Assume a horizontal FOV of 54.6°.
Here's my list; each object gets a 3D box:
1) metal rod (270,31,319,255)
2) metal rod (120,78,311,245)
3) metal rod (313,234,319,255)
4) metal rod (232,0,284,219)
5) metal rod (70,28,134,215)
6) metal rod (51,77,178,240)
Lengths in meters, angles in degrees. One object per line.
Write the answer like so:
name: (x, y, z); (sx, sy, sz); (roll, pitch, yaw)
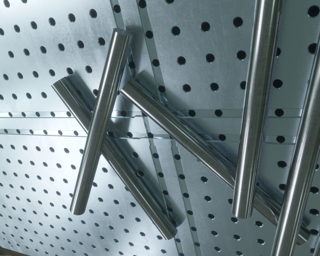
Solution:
metal rod: (0.155, 0.038, 0.333); (0.025, 0.025, 0.298); (11, 117, 22)
metal rod: (0.071, 0.043, 0.400); (0.300, 0.025, 0.025); (41, 129, 0)
metal rod: (0.208, 0.054, 0.334); (0.025, 0.025, 0.298); (11, 123, 22)
metal rod: (0.100, -0.030, 0.322); (0.025, 0.025, 0.298); (11, 118, 22)
metal rod: (-0.089, 0.010, 0.436); (0.025, 0.025, 0.298); (27, 119, 11)
metal rod: (-0.064, 0.054, 0.478); (0.025, 0.025, 0.299); (-25, 105, 37)
